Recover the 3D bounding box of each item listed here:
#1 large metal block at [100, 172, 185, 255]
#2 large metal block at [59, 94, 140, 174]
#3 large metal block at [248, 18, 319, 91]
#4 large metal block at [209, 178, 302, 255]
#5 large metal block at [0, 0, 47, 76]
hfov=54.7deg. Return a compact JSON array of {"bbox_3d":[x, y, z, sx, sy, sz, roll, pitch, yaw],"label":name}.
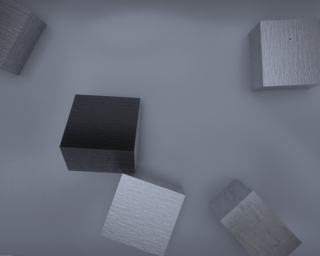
[{"bbox_3d":[-0.021,0.105,0.399,0.080,0.050,0.080,20,90,0],"label":"large metal block"},{"bbox_3d":[-0.067,0.007,0.379,0.080,0.050,0.080,3,51,0],"label":"large metal block"},{"bbox_3d":[0.163,-0.092,0.400,0.081,0.050,0.080,-3,90,0],"label":"large metal block"},{"bbox_3d":[0.113,0.116,0.385,0.050,0.080,0.080,-43,90,0],"label":"large metal block"},{"bbox_3d":[-0.209,-0.125,0.397,0.080,0.050,0.080,28,90,0],"label":"large metal block"}]
